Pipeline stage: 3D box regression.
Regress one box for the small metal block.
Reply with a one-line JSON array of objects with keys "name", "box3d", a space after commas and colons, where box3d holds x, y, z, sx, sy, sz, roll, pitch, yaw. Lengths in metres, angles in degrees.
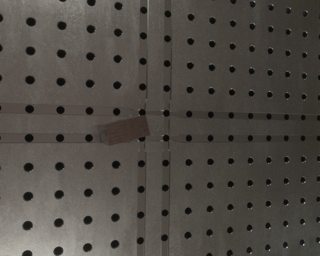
[{"name": "small metal block", "box3d": [-0.046, 0.002, 0.383, 0.050, 0.050, 0.025, -14, 95, -20]}]
